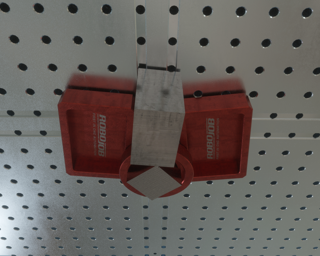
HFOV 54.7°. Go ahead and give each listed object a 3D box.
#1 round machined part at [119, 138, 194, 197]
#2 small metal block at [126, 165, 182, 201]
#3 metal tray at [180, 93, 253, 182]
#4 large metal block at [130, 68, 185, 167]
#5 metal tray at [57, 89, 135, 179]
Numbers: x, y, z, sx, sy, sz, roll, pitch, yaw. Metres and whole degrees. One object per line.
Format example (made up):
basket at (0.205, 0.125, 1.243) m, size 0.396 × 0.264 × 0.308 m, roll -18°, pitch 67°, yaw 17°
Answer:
round machined part at (-0.004, 0.049, 0.425) m, size 0.099 × 0.042 × 0.097 m, roll 0°, pitch 130°, yaw 0°
small metal block at (-0.007, 0.063, 0.405) m, size 0.050 × 0.025 × 0.050 m, roll -32°, pitch 124°, yaw 24°
metal tray at (0.072, 0.018, 0.419) m, size 0.091 × 0.030 × 0.129 m, roll -5°, pitch 130°, yaw 4°
large metal block at (-0.005, -0.012, 0.360) m, size 0.050 × 0.080 × 0.079 m, roll 5°, pitch 130°, yaw -4°
metal tray at (-0.081, 0.013, 0.413) m, size 0.091 × 0.030 × 0.129 m, roll 5°, pitch 130°, yaw -4°
